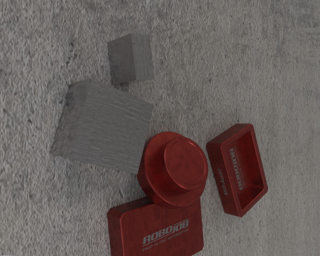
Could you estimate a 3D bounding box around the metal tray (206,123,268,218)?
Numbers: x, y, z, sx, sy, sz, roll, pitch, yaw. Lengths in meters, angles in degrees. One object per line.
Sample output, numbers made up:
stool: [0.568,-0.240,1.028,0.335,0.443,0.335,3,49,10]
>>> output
metal tray: [0.130,0.067,0.510,0.091,0.030,0.129,-28,108,-36]

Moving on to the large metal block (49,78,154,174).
large metal block: [-0.061,0.001,0.337,0.080,0.050,0.080,21,77,-38]

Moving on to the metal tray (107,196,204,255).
metal tray: [-0.001,0.133,0.401,0.131,0.030,0.089,-9,96,-40]

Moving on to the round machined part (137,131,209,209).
round machined part: [0.022,0.049,0.391,0.099,0.042,0.098,17,58,-30]

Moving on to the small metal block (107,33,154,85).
small metal block: [-0.035,-0.078,0.359,0.025,0.050,0.050,-10,97,-40]
